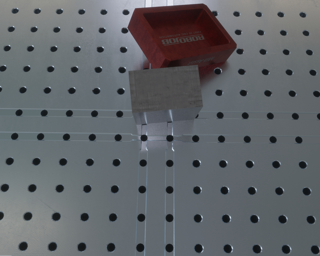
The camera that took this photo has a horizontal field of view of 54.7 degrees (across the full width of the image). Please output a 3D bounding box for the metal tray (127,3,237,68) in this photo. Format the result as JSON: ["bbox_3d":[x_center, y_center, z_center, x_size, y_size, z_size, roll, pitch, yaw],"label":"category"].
[{"bbox_3d":[0.033,-0.126,0.427,0.131,0.030,0.090,-19,69,-34],"label":"metal tray"}]

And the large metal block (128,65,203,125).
[{"bbox_3d":[0.006,-0.039,0.392,0.081,0.080,0.050,-6,81,-2],"label":"large metal block"}]
